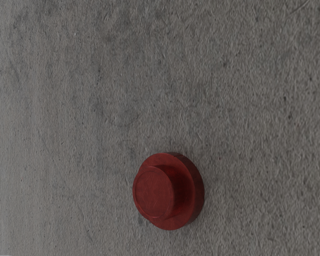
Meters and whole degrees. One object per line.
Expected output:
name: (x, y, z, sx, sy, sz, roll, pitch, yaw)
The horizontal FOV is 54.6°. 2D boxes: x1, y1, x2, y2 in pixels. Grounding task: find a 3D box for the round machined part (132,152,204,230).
round machined part: (0.003, 0.080, 0.392, 0.098, 0.042, 0.097, 0, 90, 40)
